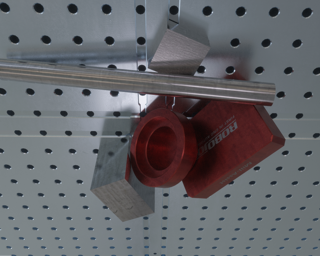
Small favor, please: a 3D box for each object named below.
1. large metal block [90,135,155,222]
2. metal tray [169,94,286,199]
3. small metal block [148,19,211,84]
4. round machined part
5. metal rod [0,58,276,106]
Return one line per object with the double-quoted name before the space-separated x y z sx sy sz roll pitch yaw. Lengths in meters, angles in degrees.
"large metal block" -0.048 0.071 0.436 0.050 0.080 0.080 -21 127 16
"metal tray" 0.073 0.017 0.381 0.030 0.090 0.129 15 132 -42
"small metal block" 0.020 -0.083 0.341 0.050 0.025 0.050 19 128 -16
"round machined part" 0.009 0.027 0.392 0.042 0.098 0.098 15 132 -41
"metal rod" -0.030 -0.051 0.342 0.302 0.025 0.025 6 130 4
